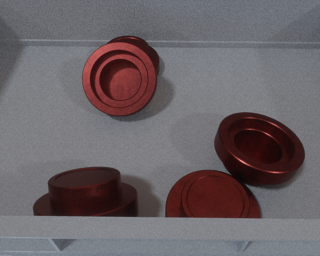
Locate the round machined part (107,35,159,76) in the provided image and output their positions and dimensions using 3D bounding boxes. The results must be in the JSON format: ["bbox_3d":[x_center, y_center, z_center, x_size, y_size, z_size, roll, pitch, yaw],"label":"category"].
[{"bbox_3d":[-0.050,-0.108,0.484,0.099,0.042,0.098,0,50,0],"label":"round machined part"}]

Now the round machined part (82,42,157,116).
[{"bbox_3d":[-0.053,-0.065,0.427,0.099,0.042,0.097,0,91,2],"label":"round machined part"}]

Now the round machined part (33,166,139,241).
[{"bbox_3d":[-0.071,0.067,0.303,0.099,0.042,0.098,-3,8,1],"label":"round machined part"}]

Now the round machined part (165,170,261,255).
[{"bbox_3d":[0.055,0.085,0.323,0.099,0.042,0.098,0,50,0],"label":"round machined part"}]

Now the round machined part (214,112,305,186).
[{"bbox_3d":[0.111,0.028,0.363,0.099,0.042,0.098,7,41,-6],"label":"round machined part"}]
